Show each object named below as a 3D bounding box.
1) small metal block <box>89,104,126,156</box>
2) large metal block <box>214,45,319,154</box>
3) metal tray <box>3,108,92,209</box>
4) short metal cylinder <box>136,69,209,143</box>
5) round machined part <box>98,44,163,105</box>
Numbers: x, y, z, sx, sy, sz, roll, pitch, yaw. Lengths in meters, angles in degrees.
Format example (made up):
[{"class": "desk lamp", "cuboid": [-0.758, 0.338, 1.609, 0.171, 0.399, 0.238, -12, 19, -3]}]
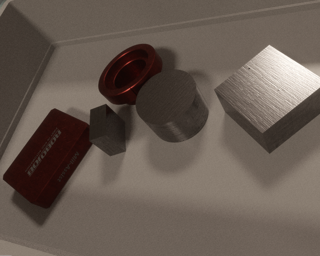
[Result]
[{"class": "small metal block", "cuboid": [-0.071, 0.004, 0.423, 0.025, 0.050, 0.050, -18, 55, 17]}, {"class": "large metal block", "cuboid": [0.122, -0.033, 0.345, 0.080, 0.050, 0.080, -39, 51, 1]}, {"class": "metal tray", "cuboid": [-0.163, 0.041, 0.461, 0.090, 0.030, 0.130, 22, 73, 35]}, {"class": "short metal cylinder", "cuboid": [0.016, -0.028, 0.397, 0.080, 0.050, 0.080, -13, 57, 20]}, {"class": "round machined part", "cuboid": [-0.038, -0.072, 0.450, 0.098, 0.042, 0.098, -21, 46, 23]}]
